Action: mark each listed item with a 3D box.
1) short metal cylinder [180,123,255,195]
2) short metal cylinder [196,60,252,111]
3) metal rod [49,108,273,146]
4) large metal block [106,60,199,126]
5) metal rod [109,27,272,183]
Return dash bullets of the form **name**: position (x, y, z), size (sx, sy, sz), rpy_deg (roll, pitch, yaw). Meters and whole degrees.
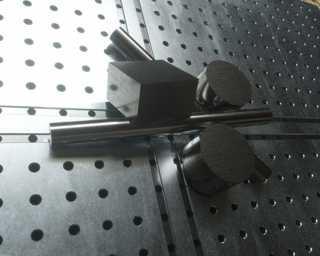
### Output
- **short metal cylinder**: position (0.074, 0.041, 0.402), size (0.081, 0.050, 0.080), rpy_deg (14, 56, -21)
- **short metal cylinder**: position (0.091, -0.056, 0.471), size (0.081, 0.050, 0.080), rpy_deg (14, 56, -21)
- **metal rod**: position (0.019, -0.005, 0.396), size (0.303, 0.025, 0.025), rpy_deg (-5, 64, -24)
- **large metal block**: position (-0.012, -0.048, 0.387), size (0.081, 0.050, 0.080), rpy_deg (-11, 33, -32)
- **metal rod**: position (0.043, -0.034, 0.448), size (0.300, 0.025, 0.025), rpy_deg (44, 51, 2)
